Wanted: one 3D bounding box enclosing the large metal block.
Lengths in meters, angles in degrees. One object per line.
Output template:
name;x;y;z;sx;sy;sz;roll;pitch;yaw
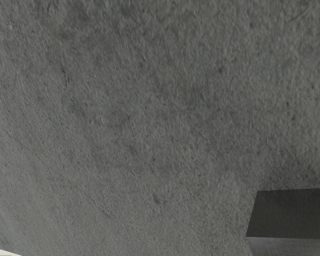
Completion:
large metal block;0.154;0.117;0.362;0.080;0.080;0.050;-11;113;32
